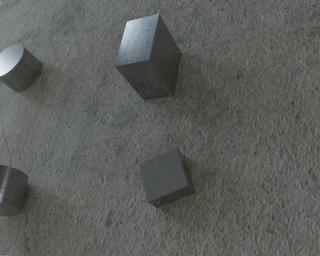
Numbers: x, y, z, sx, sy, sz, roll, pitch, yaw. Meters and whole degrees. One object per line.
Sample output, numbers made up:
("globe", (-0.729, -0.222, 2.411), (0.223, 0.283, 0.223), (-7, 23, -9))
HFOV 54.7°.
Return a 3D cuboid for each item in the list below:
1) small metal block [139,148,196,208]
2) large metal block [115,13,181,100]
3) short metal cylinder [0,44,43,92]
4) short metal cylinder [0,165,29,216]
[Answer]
("small metal block", (0.008, 0.059, 0.364), (0.050, 0.025, 0.050), (-25, 53, 13))
("large metal block", (-0.013, -0.097, 0.435), (0.050, 0.080, 0.080), (-5, 60, 26))
("short metal cylinder", (-0.280, -0.118, 0.608), (0.080, 0.050, 0.080), (-13, 56, 21))
("short metal cylinder", (-0.234, 0.089, 0.437), (0.080, 0.080, 0.050), (-13, 57, 21))
